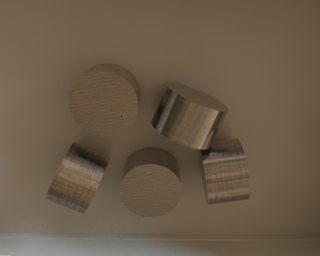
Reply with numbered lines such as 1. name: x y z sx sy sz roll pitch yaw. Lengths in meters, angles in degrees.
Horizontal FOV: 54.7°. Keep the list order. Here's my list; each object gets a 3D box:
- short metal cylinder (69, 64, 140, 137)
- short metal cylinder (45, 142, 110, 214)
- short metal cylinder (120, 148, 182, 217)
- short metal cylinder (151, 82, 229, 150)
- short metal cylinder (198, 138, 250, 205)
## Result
1. short metal cylinder: -0.066 -0.035 0.382 0.081 0.050 0.079 0 110 -1
2. short metal cylinder: -0.105 0.064 0.402 0.050 0.080 0.080 26 108 -10
3. short metal cylinder: -0.012 0.074 0.423 0.081 0.050 0.079 0 110 -1
4. short metal cylinder: 0.036 -0.016 0.376 0.080 0.080 0.050 20 109 -8
5. short metal cylinder: 0.080 0.056 0.402 0.050 0.080 0.079 -8 110 3
